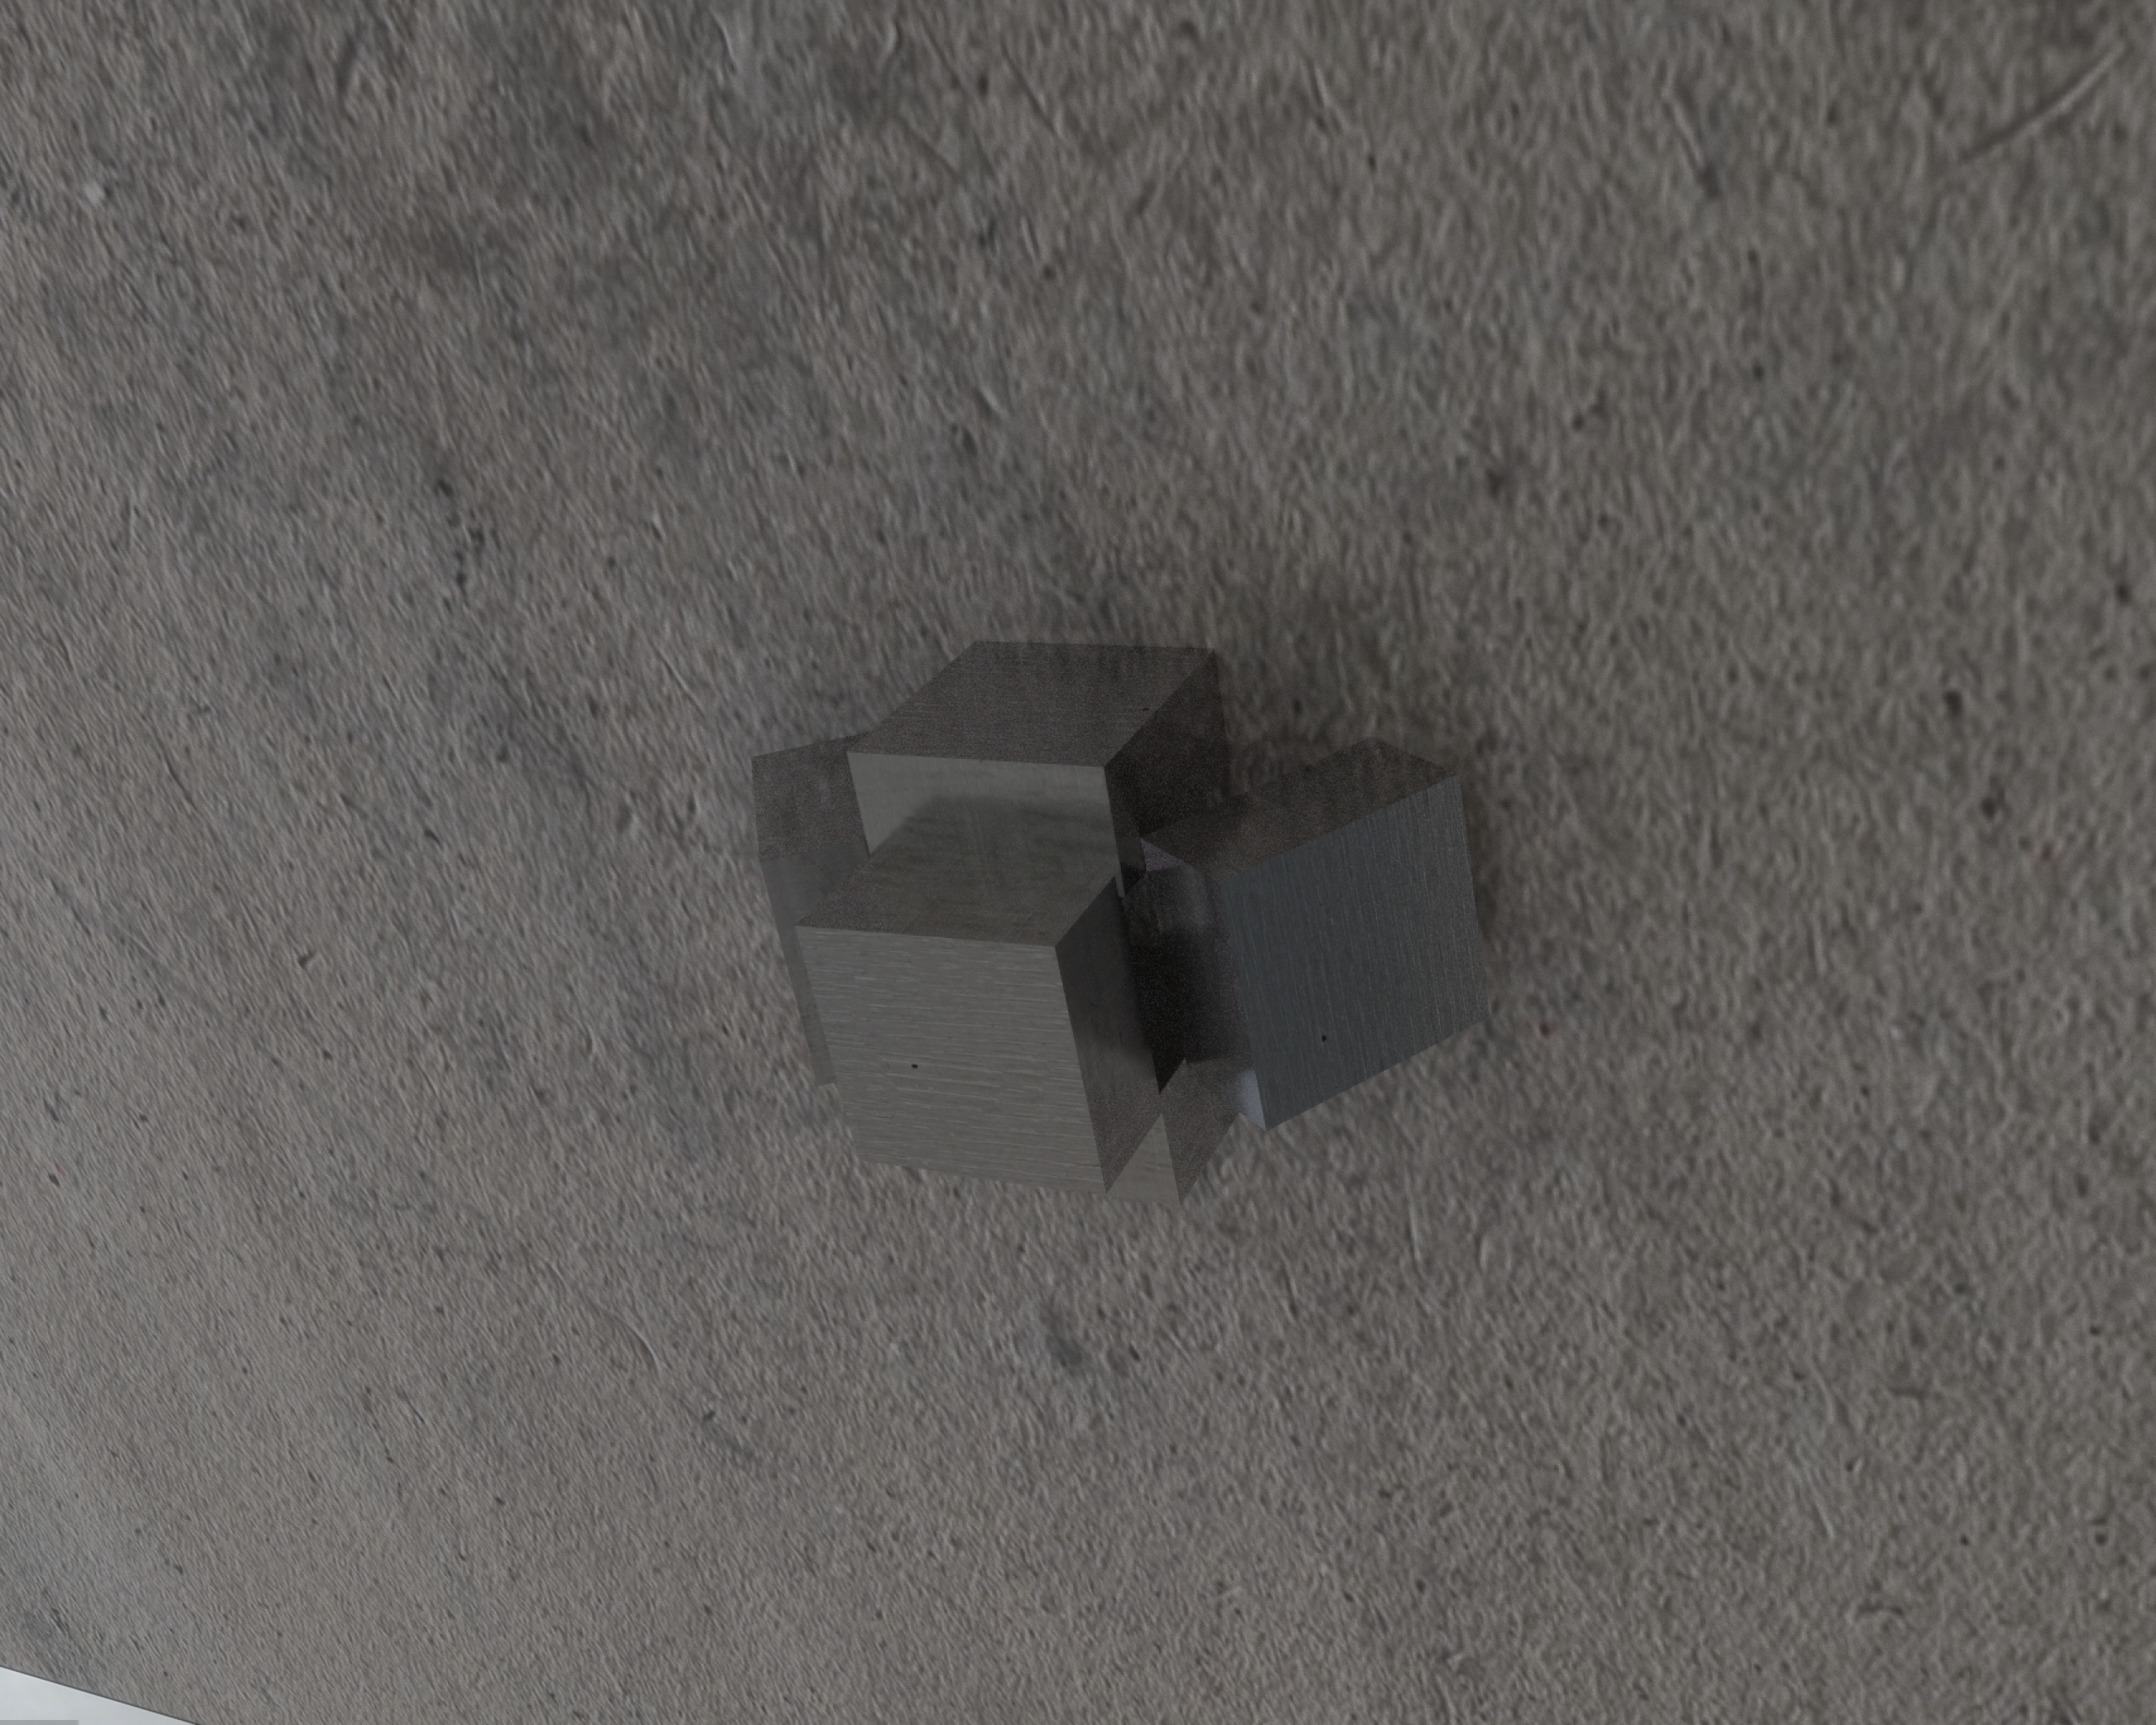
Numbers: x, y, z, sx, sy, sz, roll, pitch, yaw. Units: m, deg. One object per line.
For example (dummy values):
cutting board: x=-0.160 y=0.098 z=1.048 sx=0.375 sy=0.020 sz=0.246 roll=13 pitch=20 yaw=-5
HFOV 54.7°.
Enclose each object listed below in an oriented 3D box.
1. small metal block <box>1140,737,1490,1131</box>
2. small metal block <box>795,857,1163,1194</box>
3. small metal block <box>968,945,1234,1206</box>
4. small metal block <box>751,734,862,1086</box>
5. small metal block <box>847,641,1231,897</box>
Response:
small metal block: x=0.043 y=0.012 z=0.372 sx=0.025 sy=0.050 sz=0.050 roll=31 pitch=139 yaw=55
small metal block: x=-0.017 y=0.028 z=0.368 sx=0.050 sy=0.025 sz=0.050 roll=3 pitch=120 yaw=26
small metal block: x=0.005 y=0.040 z=0.413 sx=0.050 sy=0.050 sz=0.025 roll=3 pitch=120 yaw=26
small metal block: x=-0.046 y=0.008 z=0.417 sx=0.025 sy=0.050 sz=0.050 roll=-13 pitch=117 yaw=-5
small metal block: x=-0.006 y=-0.019 z=0.382 sx=0.050 sy=0.050 sz=0.025 roll=5 pitch=120 yaw=26
